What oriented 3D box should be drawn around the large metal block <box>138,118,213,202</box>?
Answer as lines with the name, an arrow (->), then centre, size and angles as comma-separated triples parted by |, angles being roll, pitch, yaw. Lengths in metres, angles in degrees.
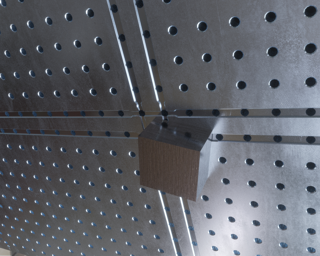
large metal block -> 0.020, 0.040, 0.408 | 0.080, 0.050, 0.079 | 13, 124, 20
